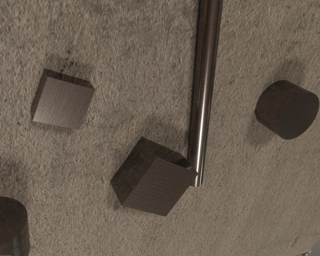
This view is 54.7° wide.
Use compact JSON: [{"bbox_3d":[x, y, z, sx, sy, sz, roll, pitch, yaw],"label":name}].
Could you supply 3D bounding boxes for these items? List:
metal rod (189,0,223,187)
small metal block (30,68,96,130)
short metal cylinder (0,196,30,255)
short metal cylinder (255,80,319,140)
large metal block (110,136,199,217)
[{"bbox_3d":[0.057,-0.042,0.413,0.025,0.025,0.298,-13,124,-22],"label":"metal rod"},{"bbox_3d":[-0.105,-0.030,0.332,0.050,0.025,0.050,13,112,-34],"label":"small metal block"},{"bbox_3d":[-0.189,0.122,0.344,0.081,0.080,0.050,-6,121,-26],"label":"short metal cylinder"},{"bbox_3d":[0.198,-0.029,0.484,0.081,0.050,0.079,-14,125,-21],"label":"short metal cylinder"},{"bbox_3d":[-0.008,0.069,0.431,0.080,0.050,0.080,27,104,-38],"label":"large metal block"}]
